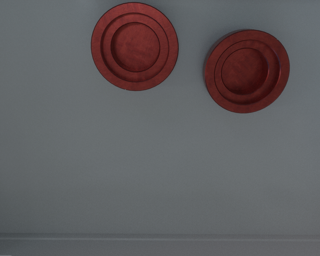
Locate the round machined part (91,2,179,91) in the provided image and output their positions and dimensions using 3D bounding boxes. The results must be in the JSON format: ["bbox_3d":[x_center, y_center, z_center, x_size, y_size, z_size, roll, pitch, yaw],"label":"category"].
[{"bbox_3d":[-0.028,-0.096,0.367,0.099,0.042,0.097,0,110,-1],"label":"round machined part"}]

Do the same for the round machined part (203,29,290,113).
[{"bbox_3d":[0.101,-0.070,0.378,0.099,0.042,0.097,0,110,-1],"label":"round machined part"}]
